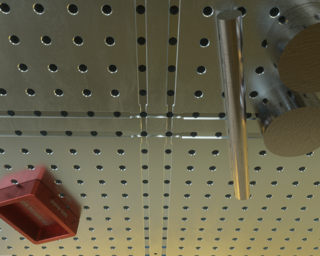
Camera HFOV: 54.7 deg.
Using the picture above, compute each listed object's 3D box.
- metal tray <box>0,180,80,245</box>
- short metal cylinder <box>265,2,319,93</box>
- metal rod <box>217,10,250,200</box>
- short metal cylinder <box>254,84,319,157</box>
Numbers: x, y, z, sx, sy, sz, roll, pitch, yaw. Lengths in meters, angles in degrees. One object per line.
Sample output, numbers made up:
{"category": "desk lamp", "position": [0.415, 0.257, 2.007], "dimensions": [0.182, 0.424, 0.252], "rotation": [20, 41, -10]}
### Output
{"category": "metal tray", "position": [-0.212, 0.149, 0.532], "dimensions": [0.090, 0.030, 0.130], "rotation": [-17, 128, 13]}
{"category": "short metal cylinder", "position": [0.158, -0.084, 0.325], "dimensions": [0.081, 0.050, 0.079], "rotation": [0, 130, 0]}
{"category": "metal rod", "position": [0.102, -0.004, 0.408], "dimensions": [0.025, 0.025, 0.299], "rotation": [-10, 130, 8]}
{"category": "short metal cylinder", "position": [0.165, -0.009, 0.389], "dimensions": [0.081, 0.050, 0.079], "rotation": [0, 130, 0]}
